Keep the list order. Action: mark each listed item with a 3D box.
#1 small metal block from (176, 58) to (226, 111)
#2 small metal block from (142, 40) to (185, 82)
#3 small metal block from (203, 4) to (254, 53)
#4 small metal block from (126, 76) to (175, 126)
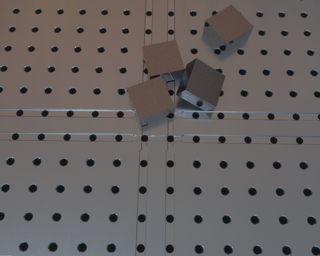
[{"bbox_3d":[0.056,-0.058,0.423,0.050,0.025,0.050,27,70,-20],"label":"small metal block"},{"bbox_3d":[0.004,-0.094,0.446,0.050,0.025,0.050,-13,70,-5],"label":"small metal block"},{"bbox_3d":[0.102,-0.150,0.467,0.050,0.025,0.050,-34,74,-12],"label":"small metal block"},{"bbox_3d":[-0.013,-0.037,0.425,0.050,0.025,0.050,-21,71,-8],"label":"small metal block"}]
